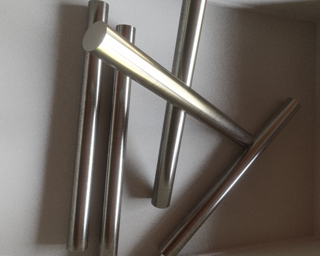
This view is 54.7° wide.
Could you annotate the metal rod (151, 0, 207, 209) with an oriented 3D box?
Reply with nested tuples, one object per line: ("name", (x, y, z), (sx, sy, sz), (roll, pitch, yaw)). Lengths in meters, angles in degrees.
("metal rod", (0.022, -0.038, 0.359), (0.025, 0.025, 0.298), (1, 112, -20))

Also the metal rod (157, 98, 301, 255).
("metal rod", (0.108, 0.065, 0.450), (0.301, 0.025, 0.025), (-45, 104, -14))

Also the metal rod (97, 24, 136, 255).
("metal rod", (-0.055, 0.021, 0.390), (0.025, 0.025, 0.298), (5, 88, -20))

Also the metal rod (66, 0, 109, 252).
("metal rod", (-0.088, -0.004, 0.377), (0.025, 0.025, 0.298), (5, 88, -20))

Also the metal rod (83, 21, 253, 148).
("metal rod", (0.038, -0.025, 0.343), (0.301, 0.025, 0.025), (26, 80, -50))
